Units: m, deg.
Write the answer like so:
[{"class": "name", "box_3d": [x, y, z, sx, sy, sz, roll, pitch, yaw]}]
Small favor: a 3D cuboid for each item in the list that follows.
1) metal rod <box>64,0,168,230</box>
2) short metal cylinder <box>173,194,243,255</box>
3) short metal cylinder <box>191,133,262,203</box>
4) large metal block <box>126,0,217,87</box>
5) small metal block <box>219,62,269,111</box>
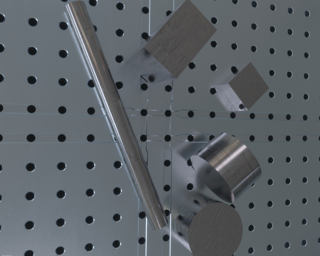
[{"class": "metal rod", "box_3d": [-0.052, -0.010, 0.393, 0.025, 0.025, 0.298, -23, 98, -19]}, {"class": "short metal cylinder", "box_3d": [0.064, 0.136, 0.424, 0.081, 0.050, 0.079, 0, 90, -20]}, {"class": "short metal cylinder", "box_3d": [0.087, 0.053, 0.416, 0.050, 0.080, 0.080, -38, 102, -16]}, {"class": "large metal block", "box_3d": [0.011, -0.102, 0.388, 0.050, 0.080, 0.080, 42, 77, -15]}, {"class": "small metal block", "box_3d": [0.125, -0.061, 0.459, 0.050, 0.025, 0.050, -43, 104, -15]}]
